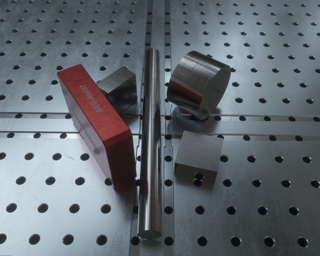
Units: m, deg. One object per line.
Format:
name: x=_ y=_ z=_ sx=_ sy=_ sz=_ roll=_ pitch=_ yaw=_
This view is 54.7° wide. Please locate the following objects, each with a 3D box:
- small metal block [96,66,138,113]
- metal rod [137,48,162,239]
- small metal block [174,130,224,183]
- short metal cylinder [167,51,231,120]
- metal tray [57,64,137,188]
small metal block: x=-0.059 y=-0.049 z=0.431 sx=0.025 sy=0.050 sz=0.050 roll=34 pitch=58 yaw=25
metal rod: x=-0.011 y=-0.006 z=0.412 sx=0.025 sy=0.025 sz=0.300 roll=0 pitch=50 yaw=-1
small metal block: x=0.048 y=0.034 z=0.380 sx=0.050 sy=0.025 sz=0.050 roll=12 pitch=51 yaw=9
short metal cylinder: x=0.053 y=-0.058 z=0.421 sx=0.050 sy=0.080 sz=0.080 roll=31 pitch=56 yaw=23
metal tray: x=-0.075 y=-0.003 z=0.366 sx=0.030 sy=0.089 sz=0.130 roll=-26 pitch=55 yaw=-20
